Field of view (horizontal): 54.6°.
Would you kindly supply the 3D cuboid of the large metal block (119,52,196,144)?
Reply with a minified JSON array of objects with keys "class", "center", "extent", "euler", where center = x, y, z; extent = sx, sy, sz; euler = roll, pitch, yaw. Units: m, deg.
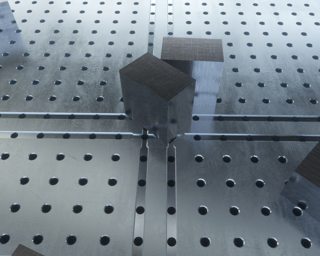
[{"class":"large metal block","center":[-0.003,-0.039,0.405],"extent":[0.080,0.080,0.050],"euler":[35,59,26]}]

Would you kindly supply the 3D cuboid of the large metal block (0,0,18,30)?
[{"class":"large metal block","center":[-0.323,-0.221,0.576],"extent":[0.081,0.050,0.080],"euler":[-23,54,-18]}]

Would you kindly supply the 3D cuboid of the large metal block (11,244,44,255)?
[{"class":"large metal block","center":[-0.083,0.146,0.249],"extent":[0.080,0.080,0.050],"euler":[18,53,15]}]

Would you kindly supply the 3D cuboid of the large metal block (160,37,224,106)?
[{"class":"large metal block","center":[0.043,-0.079,0.439],"extent":[0.080,0.080,0.050],"euler":[3,50,2]}]

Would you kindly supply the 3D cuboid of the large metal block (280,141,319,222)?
[{"class":"large metal block","center":[0.196,0.061,0.342],"extent":[0.080,0.050,0.080],"euler":[37,59,27]}]
